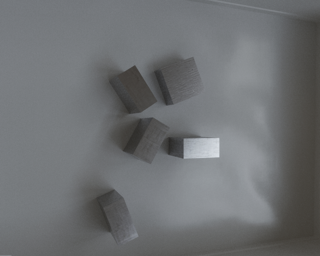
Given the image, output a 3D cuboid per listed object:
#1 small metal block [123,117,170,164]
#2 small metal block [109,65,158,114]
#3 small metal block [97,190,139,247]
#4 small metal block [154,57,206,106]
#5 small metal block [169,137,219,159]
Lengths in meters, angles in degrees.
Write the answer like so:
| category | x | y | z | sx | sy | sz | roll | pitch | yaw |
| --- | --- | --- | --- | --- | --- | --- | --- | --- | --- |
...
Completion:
| category | x | y | z | sx | sy | sz | roll | pitch | yaw |
| --- | --- | --- | --- | --- | --- | --- | --- | --- | --- |
| small metal block | -0.018 | 0.015 | 0.390 | 0.025 | 0.050 | 0.050 | 31 | 80 | -18 |
| small metal block | -0.034 | -0.046 | 0.384 | 0.025 | 0.050 | 0.050 | -36 | 102 | -16 |
| small metal block | -0.053 | 0.108 | 0.378 | 0.025 | 0.050 | 0.050 | -22 | 98 | -19 |
| small metal block | 0.027 | -0.063 | 0.420 | 0.050 | 0.025 | 0.050 | -23 | 98 | -19 |
| small metal block | 0.044 | 0.025 | 0.413 | 0.050 | 0.050 | 0.025 | 0 | 90 | -20 |
